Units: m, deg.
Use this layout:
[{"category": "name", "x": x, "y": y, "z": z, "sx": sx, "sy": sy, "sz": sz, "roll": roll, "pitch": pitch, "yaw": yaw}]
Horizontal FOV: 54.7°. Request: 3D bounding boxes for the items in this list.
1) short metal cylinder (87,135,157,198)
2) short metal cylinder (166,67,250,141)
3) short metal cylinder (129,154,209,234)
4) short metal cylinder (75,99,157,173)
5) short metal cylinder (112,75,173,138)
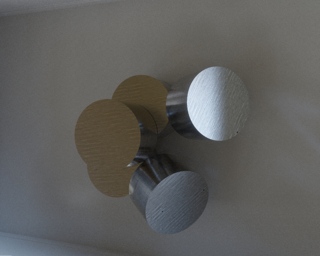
[{"category": "short metal cylinder", "x": -0.048, "y": 0.047, "z": 0.412, "sx": 0.080, "sy": 0.050, "sz": 0.079, "roll": 0, "pitch": 90, "yaw": 19}, {"category": "short metal cylinder", "x": 0.054, "y": -0.026, "z": 0.354, "sx": 0.081, "sy": 0.050, "sz": 0.079, "roll": 1, "pitch": 89, "yaw": -25}, {"category": "short metal cylinder", "x": 0.010, "y": 0.077, "z": 0.368, "sx": 0.050, "sy": 0.081, "sz": 0.080, "roll": 35, "pitch": 105, "yaw": 58}, {"category": "short metal cylinder", "x": -0.049, "y": 0.008, "z": 0.357, "sx": 0.080, "sy": 0.050, "sz": 0.079, "roll": 0, "pitch": 90, "yaw": 19}, {"category": "short metal cylinder", "x": -0.016, "y": -0.025, "z": 0.400, "sx": 0.080, "sy": 0.050, "sz": 0.079, "roll": 0, "pitch": 90, "yaw": 19}]
